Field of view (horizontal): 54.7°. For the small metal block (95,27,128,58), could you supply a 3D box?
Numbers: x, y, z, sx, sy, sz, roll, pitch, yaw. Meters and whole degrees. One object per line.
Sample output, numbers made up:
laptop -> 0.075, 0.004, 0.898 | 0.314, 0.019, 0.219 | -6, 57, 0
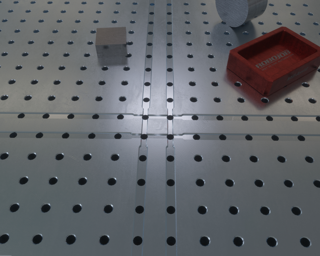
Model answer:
small metal block -> -0.082, -0.148, 0.531 | 0.050, 0.025, 0.050 | -4, 50, -3

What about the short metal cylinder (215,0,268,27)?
short metal cylinder -> 0.149, -0.233, 0.569 | 0.050, 0.080, 0.080 | -30, 56, -23

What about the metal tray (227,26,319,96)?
metal tray -> 0.186, -0.111, 0.499 | 0.131, 0.030, 0.090 | -28, 56, -22
